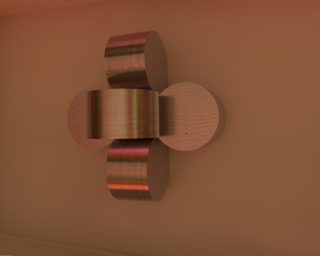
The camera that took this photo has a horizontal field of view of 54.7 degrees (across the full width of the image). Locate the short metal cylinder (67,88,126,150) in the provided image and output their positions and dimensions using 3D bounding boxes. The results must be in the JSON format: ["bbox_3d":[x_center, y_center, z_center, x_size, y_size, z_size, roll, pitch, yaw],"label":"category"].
[{"bbox_3d":[-0.077,-0.012,0.423,0.080,0.050,0.080,0,90,20],"label":"short metal cylinder"}]

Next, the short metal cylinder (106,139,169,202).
[{"bbox_3d":[-0.025,0.050,0.388,0.050,0.080,0.080,-2,90,19],"label":"short metal cylinder"}]

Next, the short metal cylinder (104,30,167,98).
[{"bbox_3d":[-0.027,-0.078,0.389,0.050,0.080,0.080,-2,90,19],"label":"short metal cylinder"}]

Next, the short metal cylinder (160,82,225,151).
[{"bbox_3d":[0.036,-0.013,0.382,0.080,0.050,0.080,0,90,20],"label":"short metal cylinder"}]

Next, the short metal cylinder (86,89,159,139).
[{"bbox_3d":[-0.041,-0.014,0.347,0.080,0.080,0.050,-1,90,20],"label":"short metal cylinder"}]
